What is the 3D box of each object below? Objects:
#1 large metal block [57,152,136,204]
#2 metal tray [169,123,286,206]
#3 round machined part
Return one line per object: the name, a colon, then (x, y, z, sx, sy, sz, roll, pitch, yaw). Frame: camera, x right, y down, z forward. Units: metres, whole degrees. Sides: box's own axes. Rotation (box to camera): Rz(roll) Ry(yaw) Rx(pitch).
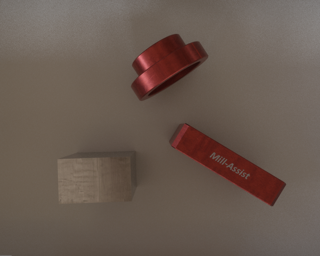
large metal block: (-0.073, 0.058, 0.383, 0.081, 0.080, 0.050, -2, 90, -1)
metal tray: (0.076, 0.040, 0.379, 0.130, 0.090, 0.030, 31, 90, -1)
round machined part: (0.006, -0.077, 0.375, 0.098, 0.098, 0.042, -33, 91, 0)
